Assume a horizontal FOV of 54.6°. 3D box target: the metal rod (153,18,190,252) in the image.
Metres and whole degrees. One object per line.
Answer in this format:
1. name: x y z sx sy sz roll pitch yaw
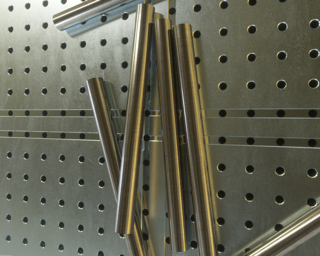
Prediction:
1. metal rod: 0.015 0.008 0.407 0.025 0.025 0.298 -5 88 20

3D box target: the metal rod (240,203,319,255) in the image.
1. metal rod: 0.140 0.136 0.363 0.299 0.025 0.025 -41 77 15

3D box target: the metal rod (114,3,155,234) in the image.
1. metal rod: -0.033 -0.015 0.410 0.025 0.025 0.299 4 86 20

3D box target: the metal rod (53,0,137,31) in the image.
1. metal rod: -0.016 -0.193 0.418 0.300 0.025 0.025 -14 85 19

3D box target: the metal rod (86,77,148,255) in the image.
1. metal rod: -0.056 0.075 0.432 0.025 0.025 0.299 -17 84 19

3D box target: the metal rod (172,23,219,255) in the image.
1. metal rod: 0.045 0.017 0.396 0.025 0.025 0.299 -7 88 20
